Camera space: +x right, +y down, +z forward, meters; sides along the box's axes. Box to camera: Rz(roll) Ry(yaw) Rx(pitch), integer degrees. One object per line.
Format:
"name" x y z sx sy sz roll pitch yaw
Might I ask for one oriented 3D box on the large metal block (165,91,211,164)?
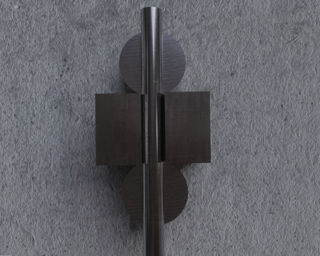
"large metal block" 0.031 -0.001 0.384 0.050 0.080 0.080 -1 90 0

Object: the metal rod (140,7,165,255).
"metal rod" -0.009 0.013 0.361 0.025 0.025 0.298 -1 90 0

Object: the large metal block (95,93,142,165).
"large metal block" -0.046 0.001 0.383 0.050 0.080 0.080 -1 90 0

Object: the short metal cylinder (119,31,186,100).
"short metal cylinder" -0.009 -0.078 0.398 0.081 0.050 0.080 0 90 0

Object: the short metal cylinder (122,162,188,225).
"short metal cylinder" -0.006 0.078 0.399 0.081 0.050 0.080 0 90 0
